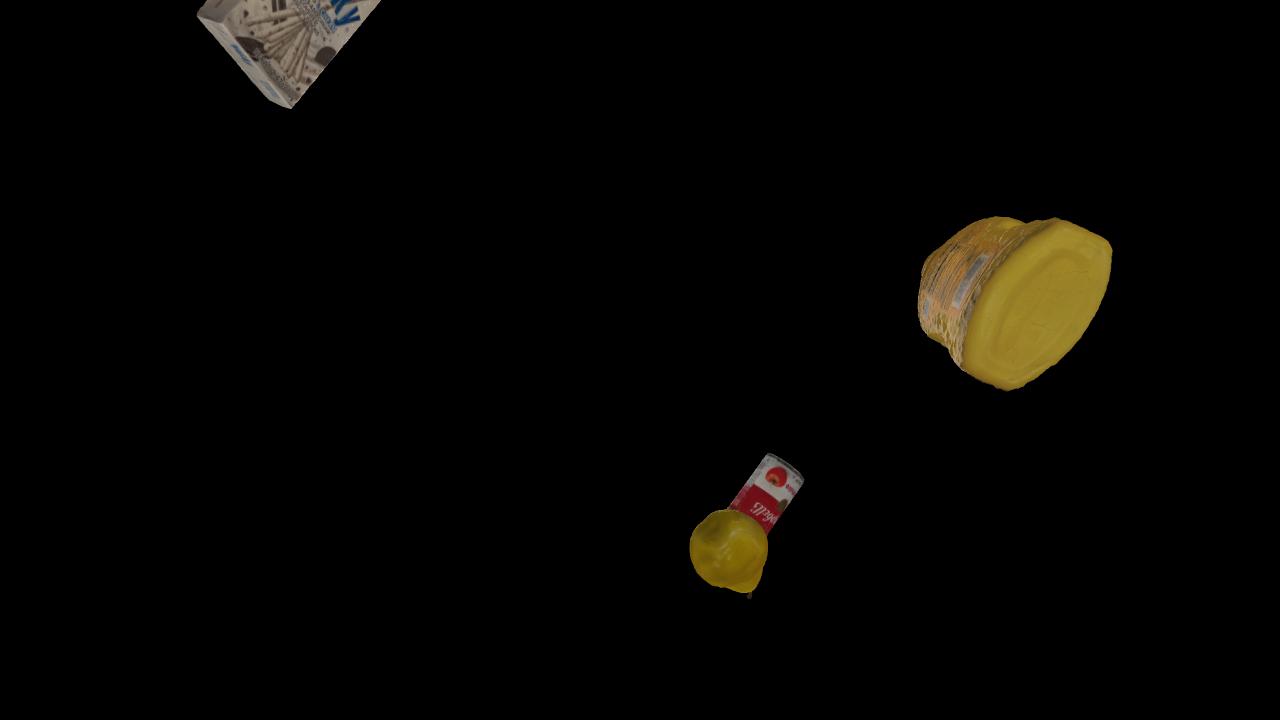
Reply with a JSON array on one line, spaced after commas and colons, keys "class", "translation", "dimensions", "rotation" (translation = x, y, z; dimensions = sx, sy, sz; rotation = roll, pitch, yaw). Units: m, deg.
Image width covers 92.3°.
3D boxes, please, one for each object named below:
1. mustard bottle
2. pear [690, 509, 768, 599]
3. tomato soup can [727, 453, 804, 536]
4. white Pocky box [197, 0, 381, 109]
[{"class": "mustard bottle", "translation": [0.218, -0.048, 0.395], "dimensions": [0.054, 0.092, 0.184], "rotation": [20, 18, 6]}, {"class": "pear", "translation": [0.104, 0.208, 0.635], "dimensions": [0.080, 0.080, 0.111], "rotation": [0, -44, 53]}, {"class": "tomato soup can", "translation": [0.181, 0.194, 0.884], "dimensions": [0.068, 0.101, 0.068], "rotation": [37, -12, 9]}, {"class": "white Pocky box", "translation": [-0.251, -0.278, 0.466], "dimensions": [0.028, 0.154, 0.084], "rotation": [24, -16, 12]}]
